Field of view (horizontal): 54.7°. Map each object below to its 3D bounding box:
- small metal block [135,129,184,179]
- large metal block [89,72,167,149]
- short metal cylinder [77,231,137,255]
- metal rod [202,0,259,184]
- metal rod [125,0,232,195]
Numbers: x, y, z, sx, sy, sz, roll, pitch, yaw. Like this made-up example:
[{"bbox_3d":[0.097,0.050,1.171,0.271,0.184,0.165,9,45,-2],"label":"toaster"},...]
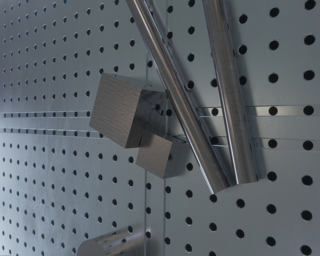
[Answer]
[{"bbox_3d":[-0.001,0.033,0.410,0.050,0.025,0.050,23,105,37],"label":"small metal block"},{"bbox_3d":[-0.046,-0.025,0.431,0.080,0.050,0.079,27,107,36],"label":"large metal block"},{"bbox_3d":[-0.078,0.199,0.458,0.080,0.050,0.079,0,90,40],"label":"short metal cylinder"},{"bbox_3d":[0.071,-0.088,0.350,0.025,0.025,0.298,-15,81,39],"label":"metal rod"},{"bbox_3d":[0.015,-0.060,0.396,0.025,0.025,0.299,-35,68,34],"label":"metal rod"}]
